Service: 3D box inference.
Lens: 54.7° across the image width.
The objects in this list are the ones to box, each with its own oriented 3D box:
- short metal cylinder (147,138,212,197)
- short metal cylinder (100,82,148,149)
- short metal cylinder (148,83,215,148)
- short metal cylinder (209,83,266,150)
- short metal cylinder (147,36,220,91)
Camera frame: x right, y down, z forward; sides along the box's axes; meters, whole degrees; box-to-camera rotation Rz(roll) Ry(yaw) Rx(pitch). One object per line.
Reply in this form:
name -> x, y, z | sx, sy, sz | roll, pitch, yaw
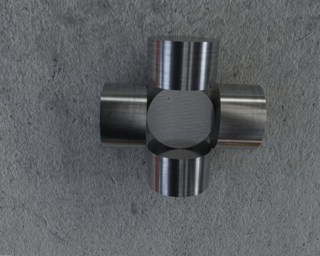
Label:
short metal cylinder -> 0.024, 0.046, 0.399 | 0.081, 0.080, 0.050 | 0, 110, -1
short metal cylinder -> -0.041, -0.015, 0.376 | 0.050, 0.080, 0.079 | 2, 110, -1
short metal cylinder -> 0.025, -0.021, 0.391 | 0.081, 0.050, 0.079 | 0, 110, -1
short metal cylinder -> 0.091, -0.014, 0.378 | 0.050, 0.080, 0.079 | 2, 110, -1
short metal cylinder -> 0.025, -0.076, 0.353 | 0.081, 0.080, 0.050 | 2, 111, -1
